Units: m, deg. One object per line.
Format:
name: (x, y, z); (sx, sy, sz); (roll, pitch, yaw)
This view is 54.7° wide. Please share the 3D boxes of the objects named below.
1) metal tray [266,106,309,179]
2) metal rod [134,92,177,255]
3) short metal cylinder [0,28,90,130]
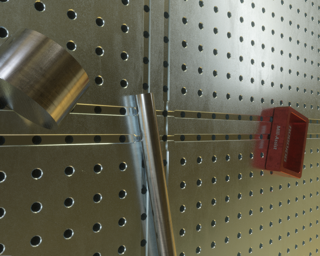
metal tray: (0.260, 0.030, 0.627); (0.091, 0.030, 0.129); (21, 77, -38)
metal rod: (0.000, 0.103, 0.411); (0.025, 0.025, 0.298); (-14, 99, -39)
short metal cylinder: (-0.112, -0.042, 0.280); (0.080, 0.080, 0.050); (45, 63, -31)
